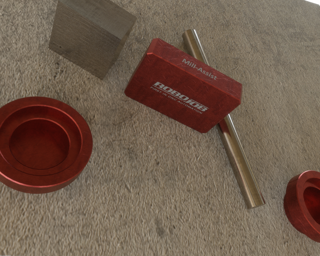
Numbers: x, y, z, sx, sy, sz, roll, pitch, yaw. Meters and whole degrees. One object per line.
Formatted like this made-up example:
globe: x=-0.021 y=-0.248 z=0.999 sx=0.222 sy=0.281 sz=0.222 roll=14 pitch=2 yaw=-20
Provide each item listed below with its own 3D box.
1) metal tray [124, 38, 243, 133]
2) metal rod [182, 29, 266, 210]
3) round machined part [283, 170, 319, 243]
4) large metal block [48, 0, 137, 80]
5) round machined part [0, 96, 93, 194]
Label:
metal tray: x=0.029 y=-0.050 z=0.407 sx=0.131 sy=0.090 sz=0.030 roll=26 pitch=53 yaw=-12
metal rod: x=0.089 y=-0.028 z=0.468 sx=0.025 sy=0.025 sz=0.299 roll=-2 pitch=63 yaw=-29
round machined part: x=0.217 y=0.113 z=0.440 sx=0.099 sy=0.042 sz=0.098 roll=14 pitch=56 yaw=-21
large metal block: x=-0.087 y=-0.121 z=0.395 sx=0.080 sy=0.080 sz=0.050 roll=31 pitch=52 yaw=-9
round machined part: x=-0.122 y=0.020 z=0.315 sx=0.099 sy=0.042 sz=0.098 roll=14 pitch=56 yaw=-21
